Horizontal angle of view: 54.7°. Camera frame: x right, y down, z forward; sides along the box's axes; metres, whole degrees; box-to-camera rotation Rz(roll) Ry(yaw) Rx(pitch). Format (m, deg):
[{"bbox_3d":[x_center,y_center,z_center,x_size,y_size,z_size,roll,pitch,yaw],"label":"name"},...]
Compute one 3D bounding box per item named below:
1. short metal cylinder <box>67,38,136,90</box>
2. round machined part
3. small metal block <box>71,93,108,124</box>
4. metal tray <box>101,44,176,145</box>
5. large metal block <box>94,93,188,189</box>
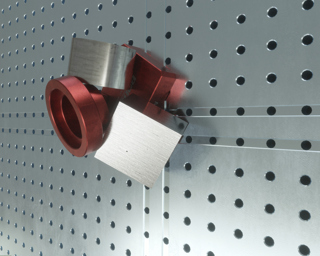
[{"bbox_3d":[-0.074,-0.080,0.392,0.080,0.081,0.050,17,101,38],"label":"short metal cylinder"},{"bbox_3d":[-0.097,-0.017,0.379,0.098,0.042,0.097,28,130,40],"label":"round machined part"},{"bbox_3d":[-0.106,-0.027,0.437,0.025,0.050,0.050,24,105,37],"label":"small metal block"},{"bbox_3d":[-0.043,-0.041,0.440,0.090,0.030,0.129,42,115,31],"label":"metal tray"},{"bbox_3d":[-0.022,0.015,0.386,0.080,0.050,0.079,29,111,3],"label":"large metal block"}]
